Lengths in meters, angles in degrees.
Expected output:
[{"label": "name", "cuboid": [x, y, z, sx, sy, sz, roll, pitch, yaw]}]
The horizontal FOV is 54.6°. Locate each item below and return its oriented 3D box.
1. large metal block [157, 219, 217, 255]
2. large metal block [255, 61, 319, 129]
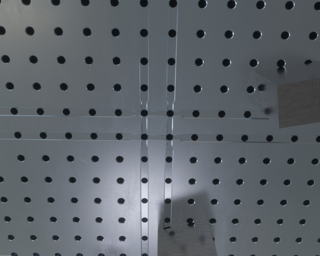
[{"label": "large metal block", "cuboid": [0.042, 0.187, 0.453, 0.080, 0.080, 0.050, -15, 109, 5]}, {"label": "large metal block", "cuboid": [0.167, -0.043, 0.370, 0.080, 0.080, 0.050, -9, 110, 3]}]
